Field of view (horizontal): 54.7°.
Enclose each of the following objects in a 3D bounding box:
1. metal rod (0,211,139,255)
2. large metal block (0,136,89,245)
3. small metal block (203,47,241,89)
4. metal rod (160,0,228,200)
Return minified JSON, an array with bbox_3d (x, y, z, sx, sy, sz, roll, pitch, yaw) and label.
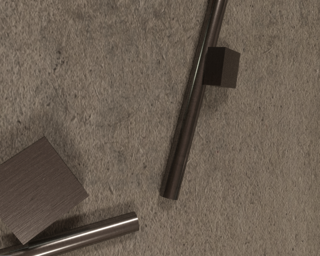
[{"bbox_3d":[-0.170,0.146,0.346,0.303,0.025,0.025,-11,94,-20],"label":"metal rod"},{"bbox_3d":[-0.139,0.065,0.345,0.080,0.050,0.080,-37,102,-17],"label":"large metal block"},{"bbox_3d":[0.086,-0.082,0.426,0.050,0.025,0.050,-3,101,-54],"label":"small metal block"},{"bbox_3d":[0.049,-0.051,0.428,0.025,0.025,0.299,17,84,-20],"label":"metal rod"}]
